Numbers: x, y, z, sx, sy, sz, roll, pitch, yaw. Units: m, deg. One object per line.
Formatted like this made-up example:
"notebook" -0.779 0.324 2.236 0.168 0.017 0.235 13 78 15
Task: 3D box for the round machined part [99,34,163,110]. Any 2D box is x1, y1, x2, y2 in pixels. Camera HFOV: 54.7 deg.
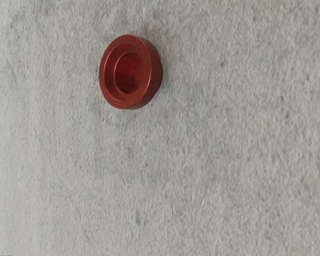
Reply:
"round machined part" -0.035 -0.073 0.421 0.098 0.042 0.097 0 90 39
